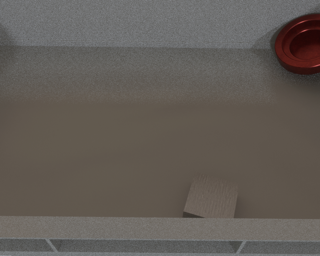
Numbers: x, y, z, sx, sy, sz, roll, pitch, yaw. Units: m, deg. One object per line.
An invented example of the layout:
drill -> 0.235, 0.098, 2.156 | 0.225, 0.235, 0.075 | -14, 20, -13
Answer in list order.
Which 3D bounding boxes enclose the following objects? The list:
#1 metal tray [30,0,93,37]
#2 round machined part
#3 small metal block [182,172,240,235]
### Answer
metal tray -> -0.170, -0.219, 0.522 | 0.091, 0.129, 0.030 | 2, 50, 1
round machined part -> 0.235, -0.125, 0.484 | 0.098, 0.042, 0.098 | -13, 61, 25
small metal block -> 0.056, 0.081, 0.338 | 0.050, 0.025, 0.050 | 14, 51, 11
